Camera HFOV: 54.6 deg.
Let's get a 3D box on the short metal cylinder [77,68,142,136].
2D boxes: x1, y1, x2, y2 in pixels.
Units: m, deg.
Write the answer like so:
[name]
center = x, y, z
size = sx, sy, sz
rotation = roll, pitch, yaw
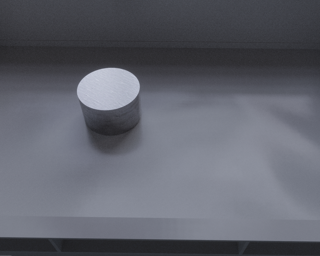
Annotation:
[short metal cylinder]
center = -0.066, -0.036, 0.419
size = 0.080, 0.050, 0.080
rotation = 0, 50, 0
